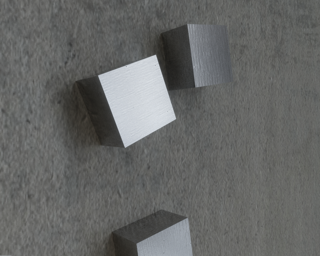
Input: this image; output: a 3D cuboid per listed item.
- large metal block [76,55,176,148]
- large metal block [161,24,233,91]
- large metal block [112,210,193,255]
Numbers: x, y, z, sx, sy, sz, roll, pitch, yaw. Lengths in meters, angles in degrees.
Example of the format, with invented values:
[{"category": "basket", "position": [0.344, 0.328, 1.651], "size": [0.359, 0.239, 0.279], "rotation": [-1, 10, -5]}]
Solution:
[{"category": "large metal block", "position": [-0.037, -0.032, 0.359], "size": [0.081, 0.050, 0.080], "rotation": [-30, 109, -36]}, {"category": "large metal block", "position": [0.054, -0.099, 0.436], "size": [0.081, 0.050, 0.079], "rotation": [-14, 99, -39]}, {"category": "large metal block", "position": [-0.006, 0.158, 0.386], "size": [0.081, 0.050, 0.079], "rotation": [-13, 98, -40]}]
